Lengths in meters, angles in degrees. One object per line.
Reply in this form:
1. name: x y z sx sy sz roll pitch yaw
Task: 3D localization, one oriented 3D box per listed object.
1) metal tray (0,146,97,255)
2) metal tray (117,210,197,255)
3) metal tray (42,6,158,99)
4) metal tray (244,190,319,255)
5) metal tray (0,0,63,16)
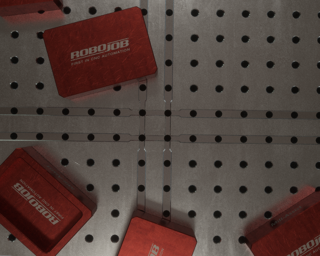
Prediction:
1. metal tray: -0.162 0.098 0.408 0.130 0.030 0.090 42 90 -1
2. metal tray: -0.015 0.187 0.411 0.090 0.030 0.129 20 90 -1
3. metal tray: -0.077 -0.097 0.410 0.131 0.030 0.089 -15 90 -1
4. metal tray: 0.193 0.155 0.414 0.130 0.030 0.090 -32 90 -1
5. metal tray: -0.185 -0.221 0.408 0.091 0.030 0.129 -8 90 -1
